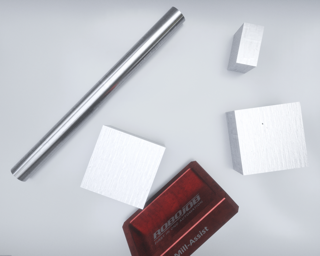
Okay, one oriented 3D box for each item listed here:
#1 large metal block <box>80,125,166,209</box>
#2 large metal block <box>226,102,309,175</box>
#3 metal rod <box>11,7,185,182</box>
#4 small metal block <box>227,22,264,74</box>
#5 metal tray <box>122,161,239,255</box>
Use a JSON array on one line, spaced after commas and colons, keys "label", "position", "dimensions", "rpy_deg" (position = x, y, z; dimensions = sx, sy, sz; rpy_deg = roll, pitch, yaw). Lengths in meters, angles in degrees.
[{"label": "large metal block", "position": [-0.045, 0.047, 0.398], "dimensions": [0.080, 0.050, 0.080], "rpy_deg": [20, 90, -1]}, {"label": "large metal block", "position": [0.136, 0.013, 0.401], "dimensions": [0.081, 0.050, 0.080], "rpy_deg": [-8, 90, -1]}, {"label": "metal rod", "position": [-0.081, -0.045, 0.410], "dimensions": [0.025, 0.025, 0.300], "rpy_deg": [45, 89, -1]}, {"label": "small metal block", "position": [0.109, -0.101, 0.400], "dimensions": [0.025, 0.050, 0.050], "rpy_deg": [11, 90, 0]}, {"label": "metal tray", "position": [0.020, 0.109, 0.377], "dimensions": [0.130, 0.090, 0.030], "rpy_deg": [-42, 118, 0]}]
